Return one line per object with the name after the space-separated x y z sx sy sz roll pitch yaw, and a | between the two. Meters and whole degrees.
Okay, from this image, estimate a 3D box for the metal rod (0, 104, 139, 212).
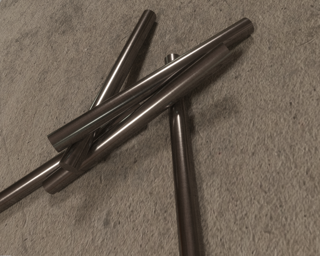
-0.150 0.055 0.446 0.300 0.025 0.025 -33 52 6 | metal rod

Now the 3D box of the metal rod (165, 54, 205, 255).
0.026 0.026 0.373 0.025 0.025 0.299 -16 55 19 | metal rod

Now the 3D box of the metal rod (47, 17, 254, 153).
-0.003 -0.061 0.398 0.301 0.025 0.025 -33 50 -11 | metal rod

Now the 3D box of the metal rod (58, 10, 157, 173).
-0.065 -0.072 0.453 0.025 0.025 0.300 2 54 29 | metal rod

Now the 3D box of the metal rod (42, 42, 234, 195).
-0.037 -0.005 0.401 0.300 0.025 0.025 -37 51 12 | metal rod
